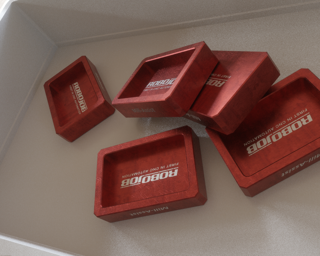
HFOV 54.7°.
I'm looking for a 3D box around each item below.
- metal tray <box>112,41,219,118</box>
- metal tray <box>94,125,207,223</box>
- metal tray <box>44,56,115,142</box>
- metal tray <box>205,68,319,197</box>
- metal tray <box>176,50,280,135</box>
[{"bbox_3d":[0.002,-0.057,0.395,0.130,0.030,0.090,2,54,54],"label":"metal tray"},{"bbox_3d":[-0.015,0.057,0.375,0.130,0.030,0.090,-16,55,19],"label":"metal tray"},{"bbox_3d":[-0.135,-0.051,0.504,0.090,0.030,0.130,-34,51,5],"label":"metal tray"},{"bbox_3d":[0.126,0.003,0.333,0.130,0.030,0.090,-31,52,8],"label":"metal tray"},{"bbox_3d":[0.063,-0.049,0.369,0.090,0.030,0.130,-50,29,-7],"label":"metal tray"}]
